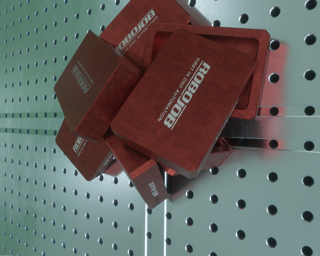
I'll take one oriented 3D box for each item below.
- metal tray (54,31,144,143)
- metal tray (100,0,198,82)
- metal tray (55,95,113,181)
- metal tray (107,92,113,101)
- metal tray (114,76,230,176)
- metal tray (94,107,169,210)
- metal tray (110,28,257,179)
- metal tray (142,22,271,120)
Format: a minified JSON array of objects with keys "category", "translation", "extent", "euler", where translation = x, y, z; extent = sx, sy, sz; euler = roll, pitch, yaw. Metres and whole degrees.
[{"category":"metal tray","translation":[-0.077,-0.053,0.356],"extent":[0.090,0.030,0.130],"euler":[-54,37,10]},{"category":"metal tray","translation":[-0.026,-0.114,0.404],"extent":[0.130,0.030,0.090],"euler":[-43,65,15]},{"category":"metal tray","translation":[-0.103,0.010,0.463],"extent":[0.090,0.030,0.129],"euler":[47,131,12]},{"category":"metal tray","translation":[-0.072,-0.049,0.466],"extent":[0.090,0.030,0.129],"euler":[46,117,30]},{"category":"metal tray","translation":[0.011,-0.008,0.360],"extent":[0.130,0.091,0.030],"euler":[52,121,28]},{"category":"metal tray","translation":[-0.033,0.040,0.377],"extent":[0.030,0.130,0.090],"euler":[-34,62,-11]},{"category":"metal tray","translation":[0.025,-0.028,0.304],"extent":[0.090,0.030,0.130],"euler":[27,72,15]},{"category":"metal tray","translation":[0.046,-0.063,0.340],"extent":[0.130,0.030,0.089],"euler":[10,97,19]}]
